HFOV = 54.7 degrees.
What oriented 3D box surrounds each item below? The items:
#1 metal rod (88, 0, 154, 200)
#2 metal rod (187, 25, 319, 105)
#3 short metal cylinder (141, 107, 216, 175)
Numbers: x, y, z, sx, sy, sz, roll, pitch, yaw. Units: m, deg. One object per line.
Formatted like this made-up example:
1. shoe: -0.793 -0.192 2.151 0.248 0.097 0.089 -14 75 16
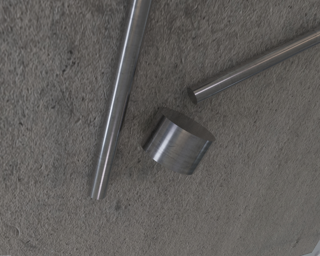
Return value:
1. metal rod: -0.045 -0.043 0.355 0.025 0.025 0.298 2 117 -30
2. metal rod: 0.174 -0.107 0.435 0.302 0.025 0.025 -27 128 -12
3. short metal cylinder: 0.023 0.015 0.393 0.081 0.080 0.050 19 109 -36
